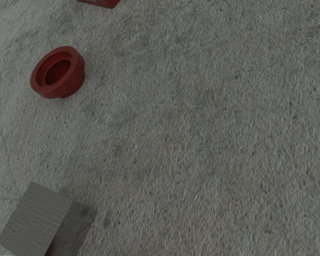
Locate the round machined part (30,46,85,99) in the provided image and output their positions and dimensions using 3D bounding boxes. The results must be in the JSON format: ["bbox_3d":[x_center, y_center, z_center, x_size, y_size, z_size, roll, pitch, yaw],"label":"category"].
[{"bbox_3d":[-0.170,-0.091,0.535,0.098,0.042,0.098,-13,56,20],"label":"round machined part"}]

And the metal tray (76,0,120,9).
[{"bbox_3d":[-0.119,-0.299,0.644,0.130,0.030,0.090,27,76,37],"label":"metal tray"}]

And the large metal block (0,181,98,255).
[{"bbox_3d":[-0.138,0.122,0.384,0.080,0.050,0.080,13,68,33],"label":"large metal block"}]
